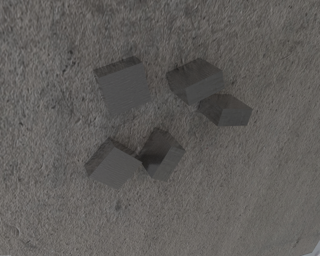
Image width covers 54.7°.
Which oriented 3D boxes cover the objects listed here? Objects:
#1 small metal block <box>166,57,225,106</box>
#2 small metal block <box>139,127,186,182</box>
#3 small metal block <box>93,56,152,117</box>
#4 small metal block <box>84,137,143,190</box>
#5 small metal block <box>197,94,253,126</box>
[{"bbox_3d":[0.042,-0.058,0.378,0.050,0.050,0.025,-27,128,-12],"label":"small metal block"},{"bbox_3d":[0.001,0.035,0.412,0.025,0.050,0.050,20,107,-36],"label":"small metal block"},{"bbox_3d":[-0.042,-0.048,0.354,0.050,0.025,0.050,-23,127,-14],"label":"small metal block"},{"bbox_3d":[-0.060,0.047,0.403,0.050,0.025,0.050,-49,129,7],"label":"small metal block"},{"bbox_3d":[0.088,-0.025,0.423,0.050,0.050,0.025,-1,119,-28],"label":"small metal block"}]
